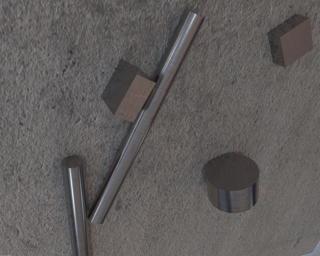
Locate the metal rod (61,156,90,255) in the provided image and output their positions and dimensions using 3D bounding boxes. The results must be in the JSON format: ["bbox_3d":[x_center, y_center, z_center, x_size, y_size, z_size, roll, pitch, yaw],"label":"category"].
[{"bbox_3d":[-0.115,0.169,0.448,0.025,0.025,0.298,-10,123,-23],"label":"metal rod"}]

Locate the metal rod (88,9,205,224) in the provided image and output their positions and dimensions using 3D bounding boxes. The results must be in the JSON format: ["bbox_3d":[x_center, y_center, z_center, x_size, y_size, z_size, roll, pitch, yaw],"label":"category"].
[{"bbox_3d":[-0.025,-0.001,0.392,0.025,0.025,0.298,15,111,-34],"label":"metal rod"}]

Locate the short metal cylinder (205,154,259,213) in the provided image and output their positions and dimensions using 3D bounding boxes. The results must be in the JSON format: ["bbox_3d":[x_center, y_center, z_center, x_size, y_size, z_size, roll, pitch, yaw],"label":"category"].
[{"bbox_3d":[0.114,0.085,0.486,0.081,0.080,0.050,-22,127,-15],"label":"short metal cylinder"}]

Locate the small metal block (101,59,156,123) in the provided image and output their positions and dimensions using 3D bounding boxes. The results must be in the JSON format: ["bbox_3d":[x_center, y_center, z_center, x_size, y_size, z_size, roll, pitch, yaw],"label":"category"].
[{"bbox_3d":[-0.037,-0.042,0.345,0.025,0.050,0.050,21,107,-36],"label":"small metal block"}]

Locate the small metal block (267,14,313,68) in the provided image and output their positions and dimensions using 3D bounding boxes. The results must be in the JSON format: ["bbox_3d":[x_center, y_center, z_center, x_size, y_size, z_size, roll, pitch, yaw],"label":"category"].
[{"bbox_3d":[0.182,-0.121,0.431,0.050,0.025,0.050,-34,129,-6],"label":"small metal block"}]
